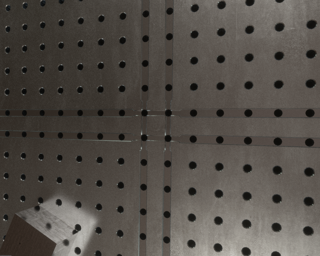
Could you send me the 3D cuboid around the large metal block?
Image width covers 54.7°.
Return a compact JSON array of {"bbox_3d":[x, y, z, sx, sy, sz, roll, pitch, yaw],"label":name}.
[{"bbox_3d":[-0.182,0.176,0.462,0.080,0.050,0.080,27,99,17],"label":"large metal block"}]
